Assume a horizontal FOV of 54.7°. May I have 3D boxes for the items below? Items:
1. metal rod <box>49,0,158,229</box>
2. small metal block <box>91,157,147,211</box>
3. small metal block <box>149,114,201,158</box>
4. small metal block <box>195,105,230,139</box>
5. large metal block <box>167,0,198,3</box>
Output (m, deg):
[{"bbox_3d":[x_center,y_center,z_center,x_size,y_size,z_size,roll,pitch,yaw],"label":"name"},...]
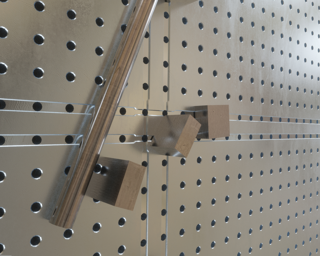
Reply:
[{"bbox_3d":[-0.058,-0.036,0.361,0.025,0.025,0.299,30,72,-37],"label":"metal rod"},{"bbox_3d":[-0.047,0.063,0.355,0.025,0.050,0.050,28,73,-37],"label":"small metal block"},{"bbox_3d":[0.020,0.010,0.412,0.025,0.050,0.050,40,65,-33],"label":"small metal block"},{"bbox_3d":[0.082,-0.010,0.481,0.050,0.025,0.050,-5,93,-40],"label":"small metal block"},{"bbox_3d":[0.048,-0.222,0.415,0.050,0.080,0.079,-16,100,-39],"label":"large metal block"}]
